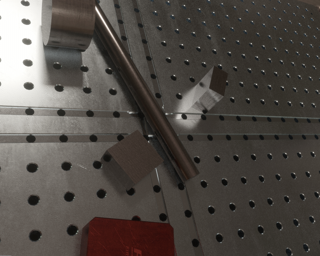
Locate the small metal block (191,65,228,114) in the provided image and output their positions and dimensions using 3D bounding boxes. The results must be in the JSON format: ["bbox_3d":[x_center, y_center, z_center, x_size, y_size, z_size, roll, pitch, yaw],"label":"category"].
[{"bbox_3d":[0.075,-0.057,0.470,0.025,0.050,0.050,27,52,-12],"label":"small metal block"}]

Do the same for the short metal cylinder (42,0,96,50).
[{"bbox_3d":[-0.119,-0.144,0.397,0.050,0.080,0.080,-1,62,-29],"label":"short metal cylinder"}]

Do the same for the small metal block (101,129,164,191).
[{"bbox_3d":[-0.032,0.038,0.369,0.050,0.025,0.050,49,51,6],"label":"small metal block"}]

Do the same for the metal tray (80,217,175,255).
[{"bbox_3d":[-0.031,0.156,0.294,0.091,0.030,0.130,12,56,-22],"label":"metal tray"}]

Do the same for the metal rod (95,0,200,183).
[{"bbox_3d":[-0.033,-0.062,0.428,0.025,0.025,0.299,-20,72,-36],"label":"metal rod"}]
